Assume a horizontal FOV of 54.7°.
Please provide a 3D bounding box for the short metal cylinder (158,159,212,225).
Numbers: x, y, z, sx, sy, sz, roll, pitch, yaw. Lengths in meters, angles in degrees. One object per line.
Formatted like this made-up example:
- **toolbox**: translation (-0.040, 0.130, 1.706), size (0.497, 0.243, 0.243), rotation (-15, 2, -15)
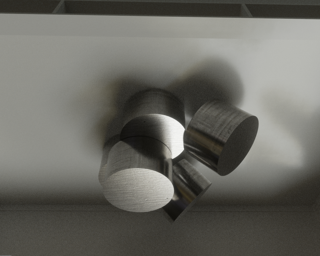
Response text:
- **short metal cylinder**: translation (0.028, 0.090, 0.439), size (0.050, 0.081, 0.079), rotation (43, 128, 17)

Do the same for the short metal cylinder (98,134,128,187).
- **short metal cylinder**: translation (-0.042, 0.053, 0.436), size (0.081, 0.050, 0.079), rotation (0, 130, 0)

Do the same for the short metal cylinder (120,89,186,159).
- **short metal cylinder**: translation (-0.008, -0.002, 0.389), size (0.081, 0.050, 0.079), rotation (0, 130, 0)

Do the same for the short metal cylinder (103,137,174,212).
- **short metal cylinder**: translation (-0.024, 0.056, 0.371), size (0.081, 0.050, 0.079), rotation (0, 130, 0)

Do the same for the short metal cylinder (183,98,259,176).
- **short metal cylinder**: translation (0.074, 0.011, 0.374), size (0.081, 0.050, 0.079), rotation (-32, 139, -33)
